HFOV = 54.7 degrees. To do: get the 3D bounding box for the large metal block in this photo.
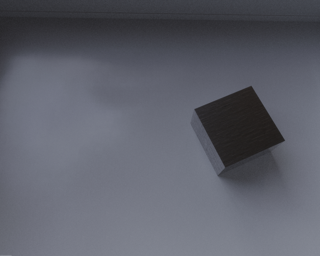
[{"bbox_3d":[0.095,0.004,0.396,0.080,0.050,0.080,-23,72,-8],"label":"large metal block"}]
